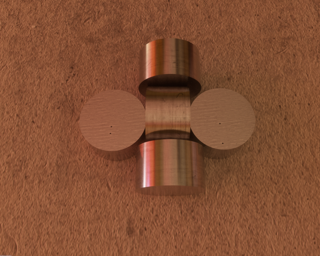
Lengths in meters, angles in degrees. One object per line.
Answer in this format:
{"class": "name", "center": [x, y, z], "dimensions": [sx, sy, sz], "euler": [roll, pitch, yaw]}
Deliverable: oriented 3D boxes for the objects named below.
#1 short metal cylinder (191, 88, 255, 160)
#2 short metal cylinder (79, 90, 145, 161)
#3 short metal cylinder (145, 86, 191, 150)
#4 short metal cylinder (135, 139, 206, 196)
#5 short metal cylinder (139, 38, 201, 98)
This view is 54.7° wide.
{"class": "short metal cylinder", "center": [0.075, -0.004, 0.397], "dimensions": [0.080, 0.050, 0.080], "euler": [0, 70, 0]}
{"class": "short metal cylinder", "center": [-0.057, -0.002, 0.396], "dimensions": [0.081, 0.050, 0.080], "euler": [0, 70, -1]}
{"class": "short metal cylinder", "center": [0.009, -0.012, 0.385], "dimensions": [0.050, 0.080, 0.080], "euler": [0, 70, 0]}
{"class": "short metal cylinder", "center": [0.012, 0.049, 0.363], "dimensions": [0.081, 0.080, 0.050], "euler": [0, 70, 0]}
{"class": "short metal cylinder", "center": [0.013, -0.073, 0.407], "dimensions": [0.081, 0.080, 0.050], "euler": [0, 70, 0]}
